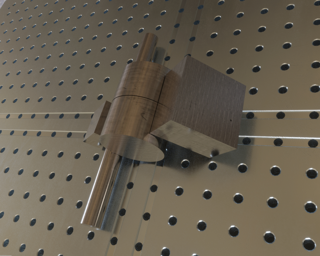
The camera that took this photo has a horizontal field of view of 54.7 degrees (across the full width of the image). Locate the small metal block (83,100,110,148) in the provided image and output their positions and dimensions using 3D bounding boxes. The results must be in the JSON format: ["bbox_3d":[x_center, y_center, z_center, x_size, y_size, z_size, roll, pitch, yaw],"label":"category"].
[{"bbox_3d":[-0.080,-0.004,0.434,0.050,0.025,0.050,-29,41,56],"label":"small metal block"}]

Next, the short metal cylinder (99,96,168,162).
[{"bbox_3d":[-0.028,0.003,0.380,0.080,0.080,0.050,1,62,28],"label":"short metal cylinder"}]

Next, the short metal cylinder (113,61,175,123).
[{"bbox_3d":[-0.016,-0.042,0.402,0.080,0.080,0.050,1,62,28],"label":"short metal cylinder"}]

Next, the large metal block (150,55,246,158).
[{"bbox_3d":[0.044,-0.021,0.349,0.050,0.080,0.080,-32,39,59],"label":"large metal block"}]

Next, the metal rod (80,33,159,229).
[{"bbox_3d":[-0.049,-0.013,0.436,0.025,0.025,0.300,1,62,28],"label":"metal rod"}]
